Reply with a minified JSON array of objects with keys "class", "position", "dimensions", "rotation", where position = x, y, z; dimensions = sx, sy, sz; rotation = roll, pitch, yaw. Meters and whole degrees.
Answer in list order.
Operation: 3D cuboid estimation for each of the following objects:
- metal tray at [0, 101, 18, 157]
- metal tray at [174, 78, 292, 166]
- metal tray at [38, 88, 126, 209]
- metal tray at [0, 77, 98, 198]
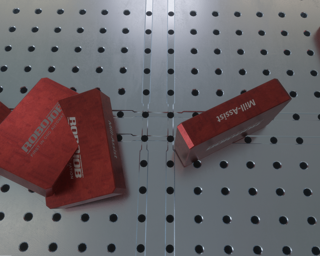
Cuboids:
[{"class":"metal tray","position":[-0.250,0.017,0.402],"dimensions":[0.090,0.030,0.130],"rotation":[36,74,12]},{"class":"metal tray","position":[0.083,-0.004,0.379],"dimensions":[0.131,0.090,0.030],"rotation":[-25,72,-9]},{"class":"metal tray","position":[-0.099,0.026,0.382],"dimensions":[0.090,0.030,0.130],"rotation":[-16,73,12]},{"class":"metal tray","position":[-0.139,0.007,0.379],"dimensions":[0.090,0.030,0.130],"rotation":[27,55,-1]}]
